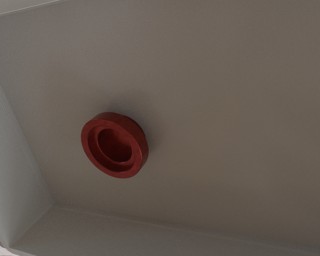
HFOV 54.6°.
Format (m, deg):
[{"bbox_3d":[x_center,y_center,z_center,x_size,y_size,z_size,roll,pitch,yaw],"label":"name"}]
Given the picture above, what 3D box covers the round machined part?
[{"bbox_3d":[-0.059,0.020,0.442,0.098,0.042,0.097,13,124,21],"label":"round machined part"}]
